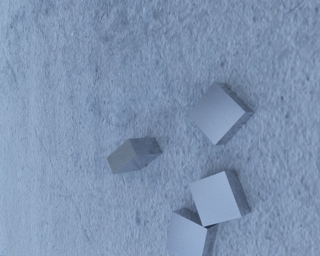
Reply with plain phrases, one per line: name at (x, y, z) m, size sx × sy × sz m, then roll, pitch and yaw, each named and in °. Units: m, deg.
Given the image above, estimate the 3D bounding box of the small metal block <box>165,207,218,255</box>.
small metal block at (0.038, 0.131, 0.372) m, size 0.050 × 0.025 × 0.050 m, roll 16°, pitch 100°, yaw 38°

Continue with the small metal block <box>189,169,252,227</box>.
small metal block at (0.067, 0.078, 0.349) m, size 0.050 × 0.025 × 0.050 m, roll -29°, pitch 72°, yaw 36°

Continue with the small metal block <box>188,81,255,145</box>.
small metal block at (0.068, -0.016, 0.348) m, size 0.050 × 0.025 × 0.050 m, roll 52°, pitch 120°, yaw 27°

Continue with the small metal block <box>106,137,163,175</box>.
small metal block at (-0.034, 0.037, 0.415) m, size 0.050 × 0.050 × 0.025 m, roll -40°, pitch 66°, yaw 32°
